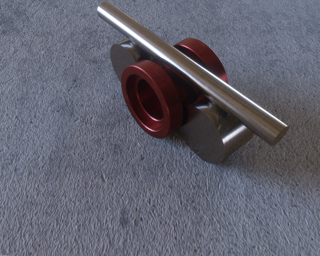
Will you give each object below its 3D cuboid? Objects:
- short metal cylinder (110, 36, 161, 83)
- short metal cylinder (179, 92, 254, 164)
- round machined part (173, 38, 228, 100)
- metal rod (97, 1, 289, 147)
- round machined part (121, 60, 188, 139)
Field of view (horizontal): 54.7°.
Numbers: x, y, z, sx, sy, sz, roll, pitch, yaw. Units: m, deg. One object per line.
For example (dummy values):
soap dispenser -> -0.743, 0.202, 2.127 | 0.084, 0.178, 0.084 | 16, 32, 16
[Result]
short metal cylinder -> -0.028, -0.092, 0.445 | 0.050, 0.080, 0.080 | -32, 57, -24
short metal cylinder -> 0.065, -0.004, 0.373 | 0.050, 0.080, 0.080 | -32, 57, -24
round machined part -> 0.040, -0.066, 0.413 | 0.042, 0.098, 0.098 | -35, 58, -20
metal rod -> 0.018, -0.080, 0.369 | 0.025, 0.025, 0.300 | -33, 58, -25
round machined part -> -0.003, -0.039, 0.389 | 0.042, 0.097, 0.098 | -30, 56, -28
